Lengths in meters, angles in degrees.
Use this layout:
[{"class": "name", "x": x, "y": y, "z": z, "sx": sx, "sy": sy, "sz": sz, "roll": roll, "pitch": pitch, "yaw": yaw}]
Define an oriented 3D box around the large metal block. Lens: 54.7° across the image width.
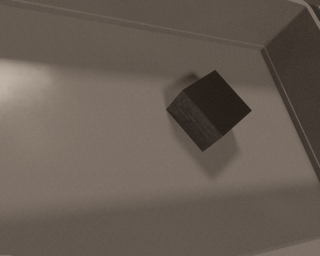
[{"class": "large metal block", "x": 0.071, "y": -0.026, "z": 0.446, "sx": 0.080, "sy": 0.050, "sz": 0.081, "roll": 50, "pitch": 51, "yaw": 6}]
